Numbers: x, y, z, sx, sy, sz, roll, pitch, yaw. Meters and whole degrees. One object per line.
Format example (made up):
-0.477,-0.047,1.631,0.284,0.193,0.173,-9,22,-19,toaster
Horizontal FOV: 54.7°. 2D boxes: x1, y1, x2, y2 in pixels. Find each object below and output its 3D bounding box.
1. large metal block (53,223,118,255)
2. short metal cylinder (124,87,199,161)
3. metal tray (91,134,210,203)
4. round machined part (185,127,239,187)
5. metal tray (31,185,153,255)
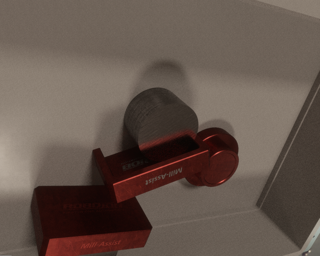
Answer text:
-0.108,0.144,0.404,0.081,0.080,0.050,4,117,-31,large metal block
0.001,-0.005,0.391,0.081,0.050,0.079,-14,124,-21,short metal cylinder
-0.013,0.036,0.400,0.131,0.090,0.030,-18,124,-17,metal tray
0.081,0.051,0.476,0.099,0.042,0.097,-14,125,-21,round machined part
-0.086,0.112,0.389,0.131,0.090,0.030,6,115,-32,metal tray
